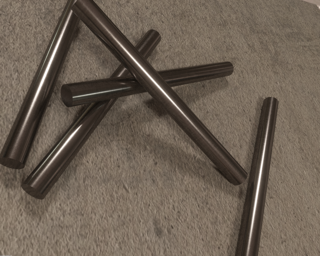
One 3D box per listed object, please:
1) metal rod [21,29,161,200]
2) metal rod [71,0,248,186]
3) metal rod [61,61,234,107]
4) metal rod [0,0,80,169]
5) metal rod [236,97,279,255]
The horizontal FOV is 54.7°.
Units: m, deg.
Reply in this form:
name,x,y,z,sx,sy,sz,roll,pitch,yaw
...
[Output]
name,x,y,z,sx,sy,sz,roll,pitch,yaw
metal rod,-0.067,-0.041,0.393,0.025,0.025,0.301,34,51,-6
metal rod,0.010,-0.036,0.384,0.300,0.025,0.025,46,49,-16
metal rod,0.008,-0.068,0.430,0.302,0.025,0.025,-17,71,-42
metal rod,-0.132,-0.089,0.387,0.025,0.025,0.300,19,54,-18
metal rod,0.144,0.063,0.444,0.025,0.025,0.301,31,51,-9
